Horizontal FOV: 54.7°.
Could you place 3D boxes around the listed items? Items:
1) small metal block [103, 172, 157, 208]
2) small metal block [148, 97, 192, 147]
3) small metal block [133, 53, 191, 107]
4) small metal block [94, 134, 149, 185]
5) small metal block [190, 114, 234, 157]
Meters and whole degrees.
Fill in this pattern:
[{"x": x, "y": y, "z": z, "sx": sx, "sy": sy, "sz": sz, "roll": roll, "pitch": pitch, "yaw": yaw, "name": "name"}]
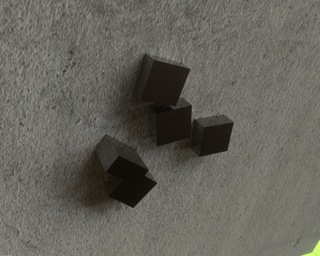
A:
[{"x": -0.041, "y": 0.078, "z": 0.432, "sx": 0.050, "sy": 0.025, "sz": 0.050, "roll": -47, "pitch": 129, "yaw": 5, "name": "small metal block"}, {"x": 0.013, "y": -0.008, "z": 0.409, "sx": 0.050, "sy": 0.025, "sz": 0.050, "roll": -15, "pitch": 125, "yaw": -20, "name": "small metal block"}, {"x": 0.001, "y": -0.057, "z": 0.372, "sx": 0.050, "sy": 0.025, "sz": 0.050, "roll": 7, "pitch": 115, "yaw": -32, "name": "small metal block"}, {"x": -0.048, "y": 0.040, "z": 0.389, "sx": 0.050, "sy": 0.050, "sz": 0.025, "roll": 32, "pitch": 100, "yaw": -38, "name": "small metal block"}, {"x": 0.076, "y": 0.011, "z": 0.455, "sx": 0.050, "sy": 0.025, "sz": 0.050, "roll": -9, "pitch": 123, "yaw": -24, "name": "small metal block"}]
